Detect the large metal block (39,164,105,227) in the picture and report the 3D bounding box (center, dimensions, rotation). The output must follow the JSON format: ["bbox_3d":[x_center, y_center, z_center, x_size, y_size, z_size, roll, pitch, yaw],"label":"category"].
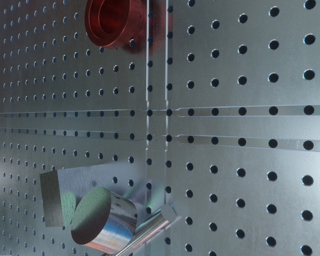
[{"bbox_3d":[-0.133,0.104,0.484,0.050,0.081,0.080,-17,80,39],"label":"large metal block"}]

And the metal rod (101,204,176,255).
[{"bbox_3d":[-0.079,0.203,0.474,0.299,0.025,0.025,-46,63,30],"label":"metal rod"}]

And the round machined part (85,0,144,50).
[{"bbox_3d":[-0.062,-0.163,0.450,0.098,0.042,0.097,0,90,40],"label":"round machined part"}]

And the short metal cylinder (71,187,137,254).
[{"bbox_3d":[-0.079,0.130,0.436,0.080,0.050,0.080,-27,43,29],"label":"short metal cylinder"}]
